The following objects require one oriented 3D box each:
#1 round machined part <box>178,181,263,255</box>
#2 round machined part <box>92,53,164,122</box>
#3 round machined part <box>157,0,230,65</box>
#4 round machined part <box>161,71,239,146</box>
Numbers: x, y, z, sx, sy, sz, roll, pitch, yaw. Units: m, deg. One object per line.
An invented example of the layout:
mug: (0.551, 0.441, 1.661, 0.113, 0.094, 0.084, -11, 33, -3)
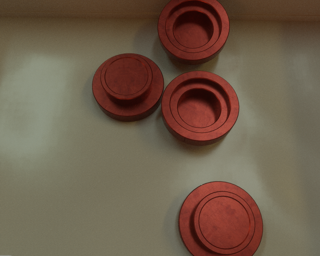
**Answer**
round machined part: (0.071, 0.110, 0.361, 0.099, 0.042, 0.098, 0, 70, 0)
round machined part: (-0.044, -0.061, 0.423, 0.099, 0.042, 0.098, 0, 70, 0)
round machined part: (0.047, -0.137, 0.443, 0.099, 0.042, 0.097, 0, 83, 3)
round machined part: (0.051, -0.023, 0.409, 0.099, 0.042, 0.098, 0, 70, 0)
